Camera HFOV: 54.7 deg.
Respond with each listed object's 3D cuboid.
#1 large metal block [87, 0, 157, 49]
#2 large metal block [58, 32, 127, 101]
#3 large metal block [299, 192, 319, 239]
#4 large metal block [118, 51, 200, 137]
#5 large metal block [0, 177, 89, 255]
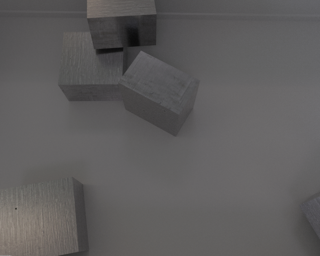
[{"bbox_3d":[-0.049,-0.152,0.401,0.081,0.050,0.080,-5,60,-5],"label":"large metal block"},{"bbox_3d":[-0.088,-0.084,0.426,0.081,0.050,0.080,-1,70,0],"label":"large metal block"},{"bbox_3d":[0.218,0.100,0.338,0.050,0.080,0.080,-8,64,-45],"label":"large metal block"},{"bbox_3d":[-0.001,-0.040,0.395,0.080,0.080,0.050,29,73,10],"label":"large metal block"},{"bbox_3d":[-0.131,0.107,0.356,0.081,0.050,0.080,-10,70,-4],"label":"large metal block"}]
